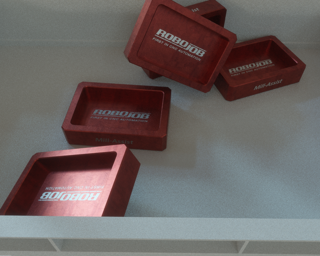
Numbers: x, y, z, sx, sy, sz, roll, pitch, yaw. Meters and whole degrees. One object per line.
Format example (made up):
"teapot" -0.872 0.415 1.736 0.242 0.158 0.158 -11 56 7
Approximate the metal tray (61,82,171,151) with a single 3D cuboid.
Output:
"metal tray" -0.053 -0.018 0.416 0.131 0.030 0.090 4 50 3

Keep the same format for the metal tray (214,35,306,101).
"metal tray" 0.143 -0.096 0.483 0.131 0.030 0.090 -16 52 -13

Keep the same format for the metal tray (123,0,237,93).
"metal tray" 0.028 -0.111 0.419 0.131 0.089 0.030 18 19 -25

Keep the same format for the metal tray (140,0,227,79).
"metal tray" 0.035 -0.136 0.476 0.131 0.090 0.030 -22 54 -18

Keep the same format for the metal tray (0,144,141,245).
"metal tray" -0.093 0.065 0.314 0.130 0.030 0.090 -7 46 26
